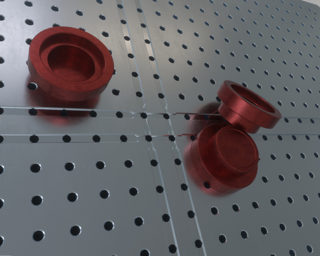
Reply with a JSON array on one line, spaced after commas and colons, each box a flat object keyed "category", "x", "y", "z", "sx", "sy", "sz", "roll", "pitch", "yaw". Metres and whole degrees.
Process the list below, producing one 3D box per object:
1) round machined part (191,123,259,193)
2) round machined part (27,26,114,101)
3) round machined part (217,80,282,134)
[{"category": "round machined part", "x": 0.095, "y": 0.036, "z": 0.426, "sx": 0.099, "sy": 0.042, "sz": 0.098, "roll": 14, "pitch": 56, "yaw": -21}, {"category": "round machined part", "x": -0.110, "y": -0.074, "z": 0.383, "sx": 0.099, "sy": 0.042, "sz": 0.098, "roll": 13, "pitch": 56, "yaw": -21}, {"category": "round machined part", "x": 0.127, "y": -0.028, "z": 0.465, "sx": 0.098, "sy": 0.042, "sz": 0.098, "roll": 25, "pitch": 24, "yaw": -12}]
